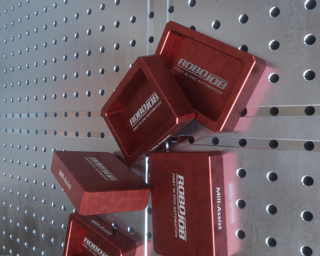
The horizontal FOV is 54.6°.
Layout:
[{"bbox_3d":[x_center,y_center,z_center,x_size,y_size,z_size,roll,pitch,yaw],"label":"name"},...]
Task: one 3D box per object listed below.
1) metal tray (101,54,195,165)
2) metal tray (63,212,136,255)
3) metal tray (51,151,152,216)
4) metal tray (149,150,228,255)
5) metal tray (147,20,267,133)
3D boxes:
[{"bbox_3d":[-0.022,-0.019,0.395,0.129,0.030,0.090,-43,73,48],"label":"metal tray"},{"bbox_3d":[-0.100,0.198,0.490,0.130,0.030,0.089,19,102,38],"label":"metal tray"},{"bbox_3d":[-0.083,0.068,0.417,0.130,0.091,0.030,28,109,52],"label":"metal tray"},{"bbox_3d":[0.033,0.093,0.380,0.090,0.030,0.129,-4,87,40],"label":"metal tray"},{"bbox_3d":[0.046,-0.063,0.368,0.130,0.030,0.089,36,112,34],"label":"metal tray"}]
